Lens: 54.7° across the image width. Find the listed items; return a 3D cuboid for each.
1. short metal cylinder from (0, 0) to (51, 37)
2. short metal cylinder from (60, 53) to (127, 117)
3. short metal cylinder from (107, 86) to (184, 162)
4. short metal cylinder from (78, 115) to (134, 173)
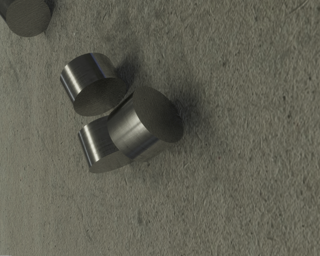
[{"bbox_3d":[-0.254,-0.219,0.579,0.050,0.081,0.080,48,118,29],"label":"short metal cylinder"},{"bbox_3d":[-0.096,-0.062,0.449,0.080,0.081,0.050,-48,62,29],"label":"short metal cylinder"},{"bbox_3d":[-0.017,-0.005,0.384,0.050,0.081,0.080,-38,67,34],"label":"short metal cylinder"},{"bbox_3d":[-0.065,0.022,0.423,0.080,0.081,0.050,-37,67,34],"label":"short metal cylinder"}]
